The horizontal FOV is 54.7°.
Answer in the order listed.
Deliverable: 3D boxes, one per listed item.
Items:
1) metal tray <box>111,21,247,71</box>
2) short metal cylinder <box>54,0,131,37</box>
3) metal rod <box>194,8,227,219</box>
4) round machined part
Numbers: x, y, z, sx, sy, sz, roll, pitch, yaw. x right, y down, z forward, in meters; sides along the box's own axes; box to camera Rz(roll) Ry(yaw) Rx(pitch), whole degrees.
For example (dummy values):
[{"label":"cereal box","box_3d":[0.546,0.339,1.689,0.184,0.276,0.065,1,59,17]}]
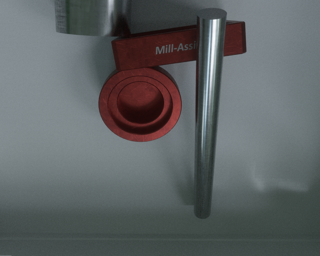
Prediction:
[{"label":"metal tray","box_3d":[0.019,-0.094,0.342,0.131,0.090,0.030,-8,110,2]},{"label":"short metal cylinder","box_3d":[-0.071,-0.128,0.334,0.081,0.080,0.050,3,110,-2]},{"label":"metal rod","box_3d":[0.053,0.014,0.360,0.025,0.025,0.298,-4,132,1]},{"label":"round machined part","box_3d":[-0.024,-0.035,0.385,0.099,0.042,0.097,-1,117,-2]}]
